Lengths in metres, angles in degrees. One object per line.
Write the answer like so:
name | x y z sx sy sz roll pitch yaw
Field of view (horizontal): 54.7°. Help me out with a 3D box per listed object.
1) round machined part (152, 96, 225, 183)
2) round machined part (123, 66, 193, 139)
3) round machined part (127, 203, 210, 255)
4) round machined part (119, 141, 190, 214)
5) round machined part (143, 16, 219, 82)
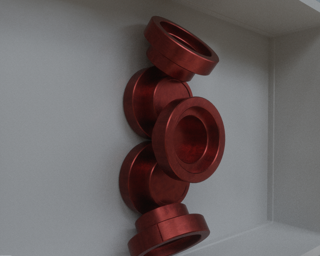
round machined part | 0.029 0.013 0.364 0.099 0.042 0.097 0 90 -40
round machined part | 0.005 -0.032 0.399 0.099 0.042 0.097 0 90 -40
round machined part | 0.008 0.126 0.379 0.099 0.098 0.042 8 47 -40
round machined part | 0.001 0.065 0.395 0.099 0.042 0.097 0 90 -40
round machined part | 0.022 -0.095 0.390 0.099 0.098 0.042 9 127 -40
